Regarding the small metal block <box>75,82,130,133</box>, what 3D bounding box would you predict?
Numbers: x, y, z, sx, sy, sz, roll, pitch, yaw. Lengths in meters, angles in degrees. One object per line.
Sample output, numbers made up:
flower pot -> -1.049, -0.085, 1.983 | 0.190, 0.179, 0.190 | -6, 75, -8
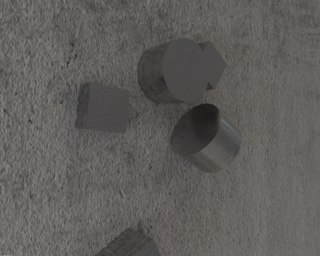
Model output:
small metal block -> -0.064, -0.022, 0.351 | 0.050, 0.025, 0.050 | 8, 85, -40

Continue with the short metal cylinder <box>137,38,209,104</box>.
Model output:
short metal cylinder -> 0.018, -0.072, 0.403 | 0.081, 0.050, 0.080 | 0, 90, -40

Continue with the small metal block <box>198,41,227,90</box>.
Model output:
small metal block -> 0.068, -0.092, 0.461 | 0.050, 0.025, 0.050 | 45, 63, -31

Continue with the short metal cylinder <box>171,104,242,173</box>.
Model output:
short metal cylinder -> 0.062, 0.014, 0.421 | 0.050, 0.080, 0.080 | 39, 67, -34

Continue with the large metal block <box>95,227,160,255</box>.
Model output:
large metal block -> -0.038, 0.178, 0.357 | 0.081, 0.050, 0.080 | -33, 111, -35
